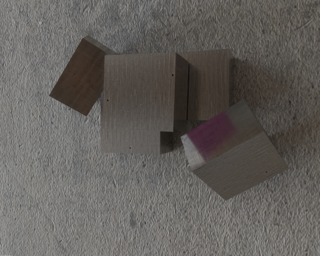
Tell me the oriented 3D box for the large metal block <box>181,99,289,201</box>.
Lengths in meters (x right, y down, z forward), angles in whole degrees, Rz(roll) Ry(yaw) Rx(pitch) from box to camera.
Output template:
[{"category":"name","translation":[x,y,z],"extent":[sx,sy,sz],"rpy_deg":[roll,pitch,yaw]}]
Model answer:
[{"category":"large metal block","translation":[0.083,0.027,0.344],"extent":[0.080,0.080,0.050],"rpy_deg":[-33,42,17]}]

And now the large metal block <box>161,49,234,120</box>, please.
[{"category":"large metal block","translation":[0.047,-0.049,0.380],"extent":[0.080,0.050,0.079],"rpy_deg":[0,90,19]}]

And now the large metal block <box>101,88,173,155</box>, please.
[{"category":"large metal block","translation":[-0.029,-0.009,0.404],"extent":[0.080,0.050,0.079],"rpy_deg":[0,90,19]}]

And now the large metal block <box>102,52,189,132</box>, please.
[{"category":"large metal block","translation":[-0.015,-0.038,0.346],"extent":[0.080,0.050,0.079],"rpy_deg":[2,91,19]}]

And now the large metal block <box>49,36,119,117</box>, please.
[{"category":"large metal block","translation":[-0.095,-0.071,0.406],"extent":[0.050,0.080,0.080],"rpy_deg":[31,102,-17]}]
